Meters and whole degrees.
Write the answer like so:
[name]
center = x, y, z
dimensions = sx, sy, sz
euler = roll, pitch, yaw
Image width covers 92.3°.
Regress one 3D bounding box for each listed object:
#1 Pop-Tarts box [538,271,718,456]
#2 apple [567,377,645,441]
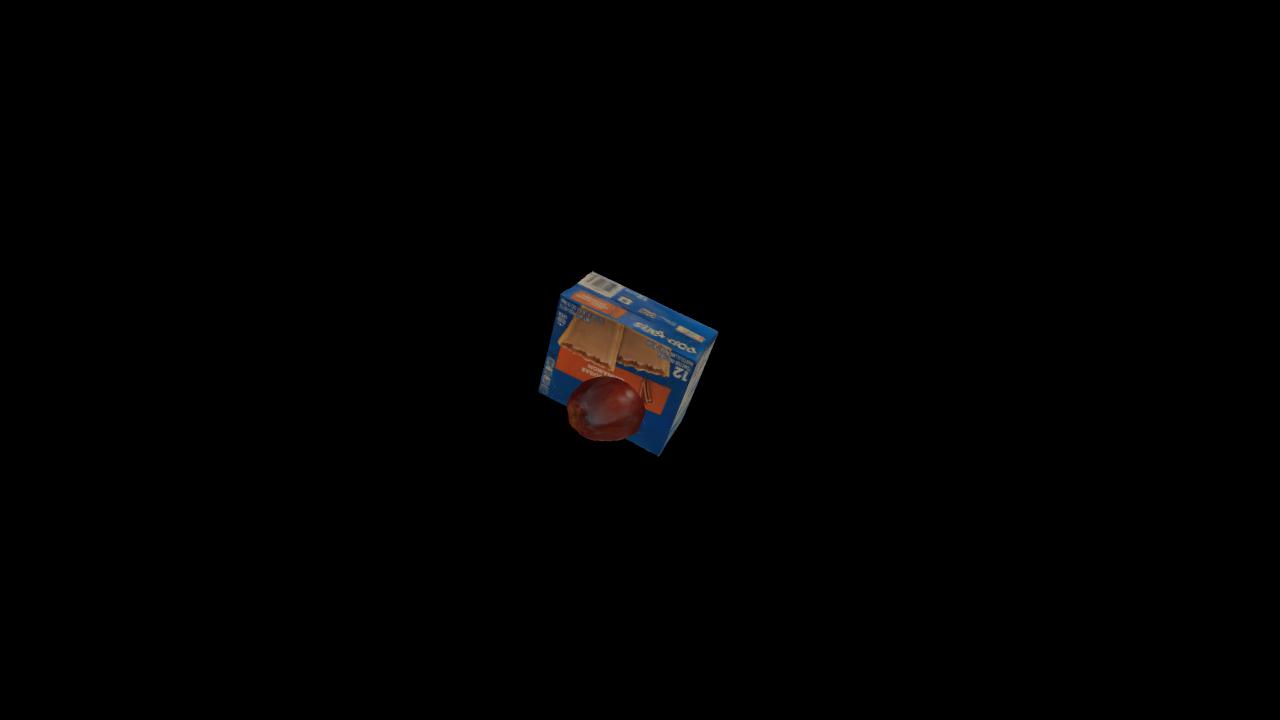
[Pop-Tarts box]
center = -0.017, 0.003, 0.707
dimensions = 0.167, 0.141, 0.083
euler = 27, 35, 12
[apple]
center = -0.035, 0.051, 0.687
dimensions = 0.093, 0.079, 0.079
euler = -15, 8, -31
